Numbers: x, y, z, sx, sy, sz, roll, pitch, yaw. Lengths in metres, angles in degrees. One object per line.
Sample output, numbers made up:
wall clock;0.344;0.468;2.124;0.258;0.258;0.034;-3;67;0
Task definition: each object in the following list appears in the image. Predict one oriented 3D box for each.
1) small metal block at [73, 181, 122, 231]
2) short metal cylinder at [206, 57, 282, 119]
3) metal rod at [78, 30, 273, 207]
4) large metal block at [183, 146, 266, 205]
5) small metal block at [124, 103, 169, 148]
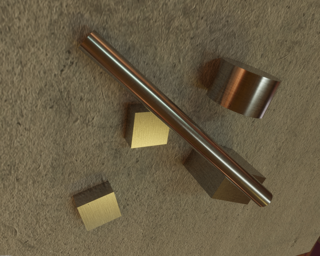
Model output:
small metal block;-0.086;0.108;0.428;0.050;0.025;0.050;-21;127;-16
short metal cylinder;0.107;-0.053;0.399;0.081;0.080;0.050;7;115;-32
metal rod;0.032;0.002;0.363;0.300;0.025;0.025;41;95;-20
large metal block;0.095;0.065;0.466;0.081;0.080;0.050;18;109;-36
small metal block;-0.015;-0.004;0.397;0.050;0.025;0.050;-6;121;-26
